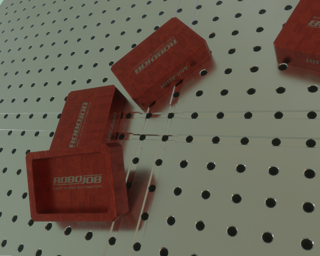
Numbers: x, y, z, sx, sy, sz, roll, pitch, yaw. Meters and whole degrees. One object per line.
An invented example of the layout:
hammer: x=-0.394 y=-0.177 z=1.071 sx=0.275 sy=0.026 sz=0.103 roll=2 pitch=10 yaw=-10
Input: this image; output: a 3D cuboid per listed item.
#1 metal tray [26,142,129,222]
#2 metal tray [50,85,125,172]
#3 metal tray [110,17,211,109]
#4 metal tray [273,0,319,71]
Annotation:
metal tray: x=-0.107 y=0.069 z=0.391 sx=0.130 sy=0.030 sz=0.089 roll=-8 pitch=87 yaw=23
metal tray: x=-0.109 y=0.002 z=0.459 sx=0.090 sy=0.030 sz=0.130 roll=-5 pitch=59 yaw=25
metal tray: x=-0.001 y=-0.100 z=0.465 sx=0.130 sy=0.030 sz=0.090 roll=-38 pitch=51 yaw=2
metal tray: x=0.214 y=-0.108 z=0.359 sx=0.130 sy=0.030 sz=0.090 roll=25 pitch=75 yaw=36
